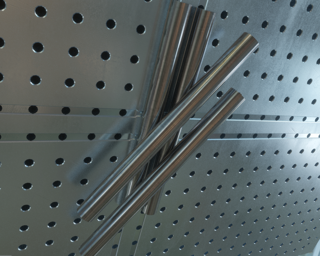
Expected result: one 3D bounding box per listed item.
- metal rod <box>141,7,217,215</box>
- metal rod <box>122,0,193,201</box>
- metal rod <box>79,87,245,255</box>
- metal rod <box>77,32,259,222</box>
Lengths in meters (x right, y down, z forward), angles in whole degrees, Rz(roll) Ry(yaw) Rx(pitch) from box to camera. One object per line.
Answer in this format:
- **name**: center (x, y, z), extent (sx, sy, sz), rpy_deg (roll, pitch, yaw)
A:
- **metal rod**: center (0.018, -0.005, 0.418), extent (0.025, 0.025, 0.298), rpy_deg (1, 118, -29)
- **metal rod**: center (-0.012, -0.007, 0.400), extent (0.025, 0.025, 0.298), rpy_deg (1, 118, -29)
- **metal rod**: center (0.000, 0.064, 0.417), extent (0.300, 0.025, 0.025), rpy_deg (-47, 129, 4)
- **metal rod**: center (0.007, 0.002, 0.384), extent (0.300, 0.025, 0.025), rpy_deg (-46, 129, 4)
